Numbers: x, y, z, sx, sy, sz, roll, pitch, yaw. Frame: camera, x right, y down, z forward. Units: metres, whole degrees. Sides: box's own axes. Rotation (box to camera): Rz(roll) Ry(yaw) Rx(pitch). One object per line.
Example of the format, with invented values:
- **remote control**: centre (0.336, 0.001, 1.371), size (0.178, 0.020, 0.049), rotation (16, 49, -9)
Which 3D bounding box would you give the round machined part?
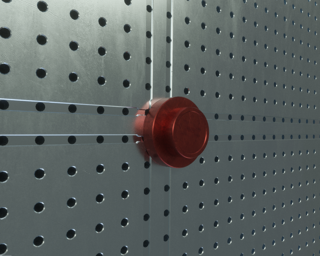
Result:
- **round machined part**: centre (0.029, 0.006, 0.421), size (0.099, 0.042, 0.097), rotation (0, 90, -40)
